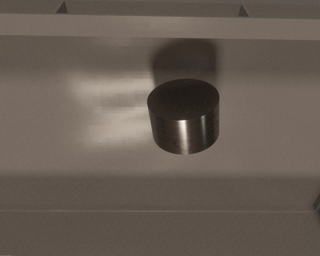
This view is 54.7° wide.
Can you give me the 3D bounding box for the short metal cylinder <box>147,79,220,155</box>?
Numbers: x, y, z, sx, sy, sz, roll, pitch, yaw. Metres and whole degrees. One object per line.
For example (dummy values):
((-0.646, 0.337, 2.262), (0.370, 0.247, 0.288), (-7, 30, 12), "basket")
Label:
((0.028, -0.015, 0.361), (0.080, 0.080, 0.050), (-5, 130, 4), "short metal cylinder")
